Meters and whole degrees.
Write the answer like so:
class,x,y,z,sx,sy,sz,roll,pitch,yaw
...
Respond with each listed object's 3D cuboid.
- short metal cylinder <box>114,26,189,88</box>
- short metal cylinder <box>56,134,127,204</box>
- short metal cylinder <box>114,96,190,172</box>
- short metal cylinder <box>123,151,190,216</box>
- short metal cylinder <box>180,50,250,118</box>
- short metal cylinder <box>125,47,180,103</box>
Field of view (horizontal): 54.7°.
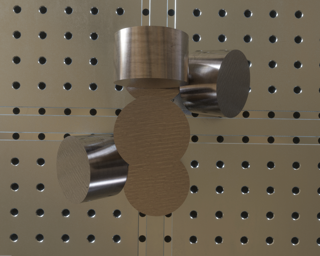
class,x,y,z,sx,sy,sz,roll,pitch,yaw
short metal cylinder,-0.009,-0.073,0.334,0.081,0.080,0.050,0,90,0
short metal cylinder,-0.085,0.048,0.380,0.050,0.080,0.080,-2,90,-44
short metal cylinder,-0.008,0.006,0.350,0.081,0.050,0.079,0,90,0
short metal cylinder,-0.004,0.067,0.400,0.081,0.050,0.079,0,91,-1
short metal cylinder,0.069,-0.055,0.379,0.050,0.080,0.080,11,90,40
short metal cylinder,-0.007,-0.069,0.400,0.081,0.050,0.079,0,91,0
